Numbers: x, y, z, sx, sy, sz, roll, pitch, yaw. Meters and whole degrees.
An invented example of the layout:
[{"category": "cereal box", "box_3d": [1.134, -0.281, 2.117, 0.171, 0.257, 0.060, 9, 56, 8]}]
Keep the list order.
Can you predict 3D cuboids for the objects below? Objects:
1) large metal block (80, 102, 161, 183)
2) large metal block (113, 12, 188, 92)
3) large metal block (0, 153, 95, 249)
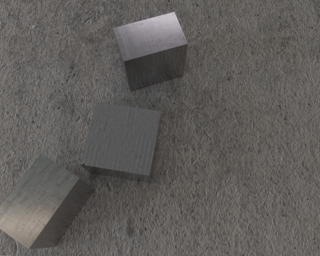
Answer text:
[{"category": "large metal block", "box_3d": [-0.045, 0.019, 0.387, 0.080, 0.050, 0.080, 9, 70, 3]}, {"category": "large metal block", "box_3d": [-0.012, -0.099, 0.415, 0.080, 0.080, 0.050, -17, 71, -6]}, {"category": "large metal block", "box_3d": [-0.125, 0.084, 0.347, 0.050, 0.080, 0.080, 30, 73, 10]}]
